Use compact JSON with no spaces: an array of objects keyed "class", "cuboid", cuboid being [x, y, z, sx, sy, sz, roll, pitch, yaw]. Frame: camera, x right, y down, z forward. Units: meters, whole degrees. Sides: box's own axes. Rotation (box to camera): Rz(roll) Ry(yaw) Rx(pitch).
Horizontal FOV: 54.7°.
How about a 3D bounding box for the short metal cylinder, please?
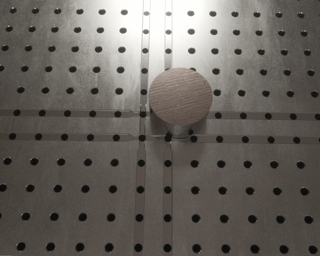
[{"class":"short metal cylinder","cuboid":[0.026,-0.032,0.411,0.081,0.050,0.080,0,70,0]}]
